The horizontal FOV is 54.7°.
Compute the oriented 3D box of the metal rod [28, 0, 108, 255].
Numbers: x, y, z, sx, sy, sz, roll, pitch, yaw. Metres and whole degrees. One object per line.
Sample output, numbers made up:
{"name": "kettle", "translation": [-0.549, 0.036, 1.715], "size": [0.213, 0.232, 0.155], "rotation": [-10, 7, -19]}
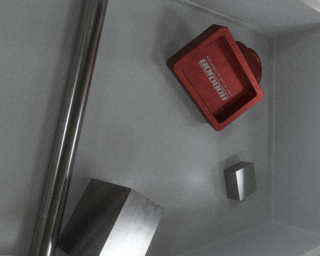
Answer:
{"name": "metal rod", "translation": [-0.095, -0.003, 0.327], "size": [0.025, 0.025, 0.299], "rotation": [16, 80, -39]}

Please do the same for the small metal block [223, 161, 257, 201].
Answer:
{"name": "small metal block", "translation": [0.136, 0.089, 0.524], "size": [0.050, 0.025, 0.050], "rotation": [-17, 101, -39]}

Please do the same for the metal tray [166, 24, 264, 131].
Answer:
{"name": "metal tray", "translation": [0.082, -0.069, 0.446], "size": [0.090, 0.030, 0.130], "rotation": [-38, 119, 2]}

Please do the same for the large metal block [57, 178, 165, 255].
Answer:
{"name": "large metal block", "translation": [-0.053, 0.105, 0.328], "size": [0.050, 0.080, 0.080], "rotation": [40, 66, -33]}

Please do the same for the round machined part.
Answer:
{"name": "round machined part", "translation": [0.131, -0.094, 0.508], "size": [0.099, 0.042, 0.097], "rotation": [0, 90, -40]}
